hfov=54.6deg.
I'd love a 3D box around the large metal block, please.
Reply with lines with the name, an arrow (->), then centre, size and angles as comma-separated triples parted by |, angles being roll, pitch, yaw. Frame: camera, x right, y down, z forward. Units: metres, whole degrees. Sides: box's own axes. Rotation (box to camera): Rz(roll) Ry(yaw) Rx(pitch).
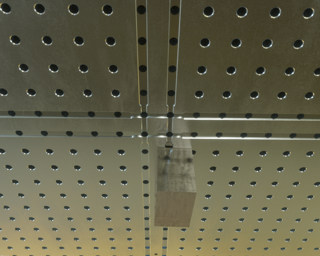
large metal block -> 0.019, 0.085, 0.448 | 0.050, 0.080, 0.080 | 3, 130, -2
